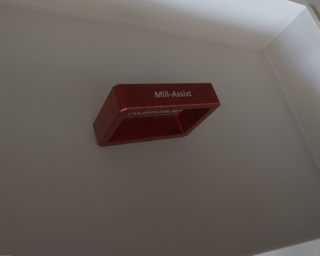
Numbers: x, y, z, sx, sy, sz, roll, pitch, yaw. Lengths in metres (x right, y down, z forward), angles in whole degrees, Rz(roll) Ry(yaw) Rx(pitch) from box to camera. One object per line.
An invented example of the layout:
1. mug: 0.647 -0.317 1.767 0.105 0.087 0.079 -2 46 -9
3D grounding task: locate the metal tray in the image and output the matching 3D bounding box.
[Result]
1. metal tray: -0.004 -0.016 0.372 0.131 0.090 0.030 -6 65 -31
